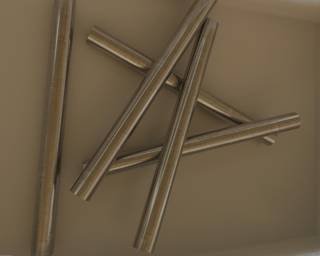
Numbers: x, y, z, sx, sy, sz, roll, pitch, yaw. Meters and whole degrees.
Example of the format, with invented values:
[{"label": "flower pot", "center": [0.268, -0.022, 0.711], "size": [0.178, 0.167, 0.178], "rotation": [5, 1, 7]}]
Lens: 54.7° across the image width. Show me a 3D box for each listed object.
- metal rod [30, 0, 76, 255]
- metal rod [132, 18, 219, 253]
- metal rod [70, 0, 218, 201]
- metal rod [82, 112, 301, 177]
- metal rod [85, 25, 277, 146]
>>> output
[{"label": "metal rod", "center": [-0.125, -0.003, 0.364], "size": [0.025, 0.025, 0.298], "rotation": [5, 88, -20]}, {"label": "metal rod", "center": [0.024, -0.002, 0.384], "size": [0.025, 0.025, 0.299], "rotation": [22, 76, -19]}, {"label": "metal rod", "center": [-0.013, -0.049, 0.377], "size": [0.025, 0.025, 0.300], "rotation": [35, 78, -17]}, {"label": "metal rod", "center": [0.052, 0.021, 0.412], "size": [0.302, 0.025, 0.025], "rotation": [-12, 95, -14]}, {"label": "metal rod", "center": [0.042, -0.049, 0.425], "size": [0.301, 0.025, 0.025], "rotation": [27, 81, -18]}]
